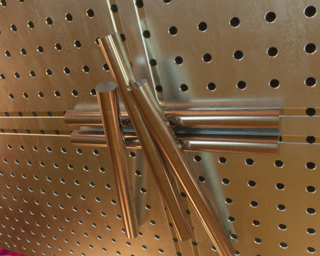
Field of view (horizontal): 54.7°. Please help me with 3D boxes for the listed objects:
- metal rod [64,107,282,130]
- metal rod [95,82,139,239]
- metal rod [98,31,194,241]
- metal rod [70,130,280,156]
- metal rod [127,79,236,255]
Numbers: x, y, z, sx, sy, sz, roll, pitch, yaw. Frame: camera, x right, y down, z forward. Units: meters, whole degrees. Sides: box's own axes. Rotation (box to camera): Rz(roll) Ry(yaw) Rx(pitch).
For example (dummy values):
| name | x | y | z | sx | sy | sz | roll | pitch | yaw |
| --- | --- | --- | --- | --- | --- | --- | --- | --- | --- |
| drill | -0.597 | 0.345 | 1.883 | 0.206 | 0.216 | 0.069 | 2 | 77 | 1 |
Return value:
| name | x | y | z | sx | sy | sz | roll | pitch | yaw |
| --- | --- | --- | --- | --- | --- | --- | --- | --- | --- |
| metal rod | -0.003 | -0.013 | 0.404 | 0.301 | 0.025 | 0.025 | 1 | 119 | 27 |
| metal rod | -0.056 | 0.069 | 0.458 | 0.025 | 0.025 | 0.298 | 13 | 131 | 20 |
| metal rod | -0.010 | 0.027 | 0.400 | 0.025 | 0.025 | 0.298 | -6 | 116 | 31 |
| metal rod | 0.001 | 0.017 | 0.420 | 0.301 | 0.025 | 0.025 | 1 | 119 | 27 |
| metal rod | 0.039 | 0.071 | 0.409 | 0.025 | 0.025 | 0.299 | -11 | 120 | 32 |
